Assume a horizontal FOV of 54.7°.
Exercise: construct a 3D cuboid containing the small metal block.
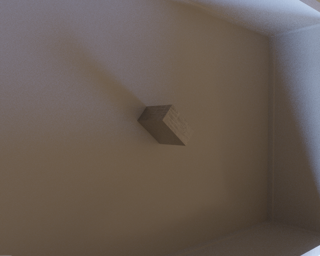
[{"bbox_3d":[0.008,-0.003,0.399,0.050,0.050,0.025,47,62,-30],"label":"small metal block"}]
